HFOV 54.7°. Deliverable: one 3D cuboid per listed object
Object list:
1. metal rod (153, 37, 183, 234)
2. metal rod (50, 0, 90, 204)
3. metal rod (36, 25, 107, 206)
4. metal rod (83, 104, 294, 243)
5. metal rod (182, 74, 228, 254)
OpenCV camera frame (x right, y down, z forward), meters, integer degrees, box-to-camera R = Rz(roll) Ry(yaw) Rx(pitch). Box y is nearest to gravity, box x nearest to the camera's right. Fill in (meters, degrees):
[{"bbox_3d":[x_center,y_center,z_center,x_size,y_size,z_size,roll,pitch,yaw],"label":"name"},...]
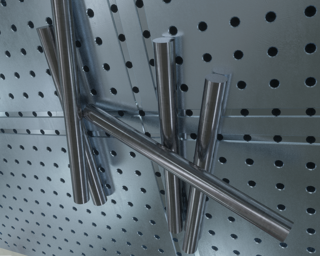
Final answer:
[{"bbox_3d":[0.015,0.030,0.420,0.025,0.025,0.298,9,123,23],"label":"metal rod"},{"bbox_3d":[-0.123,-0.021,0.436,0.025,0.025,0.298,11,116,22],"label":"metal rod"},{"bbox_3d":[-0.127,-0.002,0.474,0.025,0.025,0.298,5,121,25],"label":"metal rod"},{"bbox_3d":[0.016,0.043,0.389,0.300,0.025,0.025,29,129,24],"label":"metal rod"},{"bbox_3d":[0.055,0.070,0.424,0.025,0.025,0.298,16,125,19],"label":"metal rod"}]
